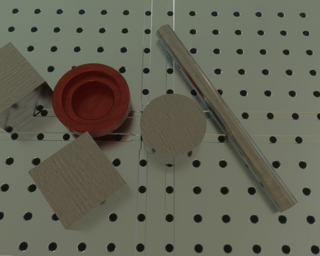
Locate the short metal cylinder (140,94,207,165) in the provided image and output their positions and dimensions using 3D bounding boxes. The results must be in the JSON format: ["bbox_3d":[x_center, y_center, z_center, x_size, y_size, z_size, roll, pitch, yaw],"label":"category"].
[{"bbox_3d":[0.016,0.003,0.397,0.081,0.050,0.080,0,70,0],"label":"short metal cylinder"}]

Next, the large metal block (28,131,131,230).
[{"bbox_3d":[-0.094,0.065,0.374,0.080,0.050,0.080,-36,74,-12],"label":"large metal block"}]

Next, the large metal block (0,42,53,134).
[{"bbox_3d":[-0.202,-0.054,0.416,0.080,0.050,0.080,-41,75,-13],"label":"large metal block"}]

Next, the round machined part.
[{"bbox_3d":[-0.088,-0.034,0.414,0.099,0.042,0.098,0,71,-1],"label":"round machined part"}]

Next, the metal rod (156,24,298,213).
[{"bbox_3d":[0.081,-0.025,0.421,0.025,0.025,0.299,-29,73,-10],"label":"metal rod"}]
